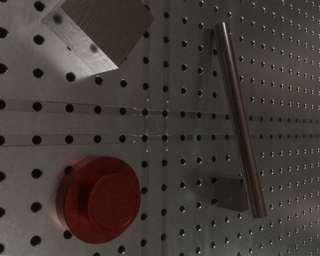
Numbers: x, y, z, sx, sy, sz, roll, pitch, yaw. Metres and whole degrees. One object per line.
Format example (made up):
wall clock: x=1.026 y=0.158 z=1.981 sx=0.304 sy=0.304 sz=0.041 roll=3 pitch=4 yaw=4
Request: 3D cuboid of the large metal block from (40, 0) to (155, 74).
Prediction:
large metal block: x=-0.065 y=-0.119 z=0.339 sx=0.080 sy=0.050 sz=0.080 roll=45 pitch=63 yaw=-31

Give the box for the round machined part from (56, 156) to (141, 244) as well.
round machined part: x=-0.061 y=0.081 z=0.349 sx=0.099 sy=0.042 sz=0.097 roll=0 pitch=90 yaw=-40

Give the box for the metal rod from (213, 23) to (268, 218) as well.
metal rod: x=0.121 y=-0.016 z=0.473 sx=0.025 sy=0.025 sz=0.298 roll=-3 pitch=80 yaw=-40

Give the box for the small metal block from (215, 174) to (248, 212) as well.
small metal block: x=0.115 y=0.102 z=0.493 sx=0.025 sy=0.050 sz=0.050 roll=-2 pitch=91 yaw=-40
